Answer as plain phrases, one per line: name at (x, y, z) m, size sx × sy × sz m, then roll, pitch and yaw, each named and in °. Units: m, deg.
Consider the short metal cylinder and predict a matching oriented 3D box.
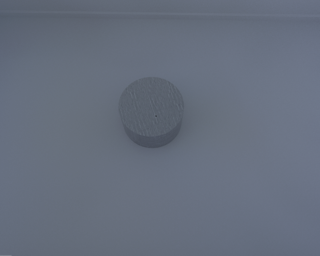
short metal cylinder at (-0.011, -0.019, 0.403) m, size 0.080 × 0.050 × 0.080 m, roll 0°, pitch 70°, yaw 0°
